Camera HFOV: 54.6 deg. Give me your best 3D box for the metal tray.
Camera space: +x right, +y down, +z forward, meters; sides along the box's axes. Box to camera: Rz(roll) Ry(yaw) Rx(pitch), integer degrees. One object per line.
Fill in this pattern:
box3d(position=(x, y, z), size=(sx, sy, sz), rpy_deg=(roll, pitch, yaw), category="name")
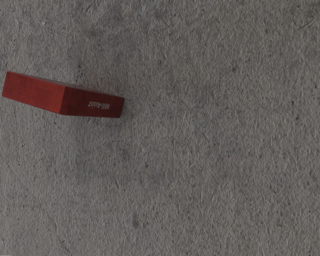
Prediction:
box3d(position=(-0.115, -0.039, 0.394), size=(0.090, 0.130, 0.030), rpy_deg=(16, 96, 19), category="metal tray")
